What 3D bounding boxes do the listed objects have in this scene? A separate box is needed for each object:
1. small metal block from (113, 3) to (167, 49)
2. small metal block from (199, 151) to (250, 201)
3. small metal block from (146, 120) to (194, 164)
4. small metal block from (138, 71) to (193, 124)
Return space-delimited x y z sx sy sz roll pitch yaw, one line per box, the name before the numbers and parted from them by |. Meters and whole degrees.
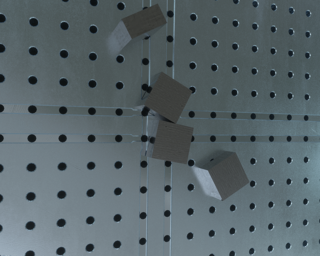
small metal block | -0.026 -0.127 0.389 0.050 0.050 0.025 -30 100 -17
small metal block | 0.093 0.068 0.447 0.050 0.025 0.050 -30 100 -18
small metal block | 0.013 0.019 0.417 0.050 0.025 0.050 13 86 -20
small metal block | 0.007 -0.039 0.415 0.050 0.025 0.050 30 80 -18
